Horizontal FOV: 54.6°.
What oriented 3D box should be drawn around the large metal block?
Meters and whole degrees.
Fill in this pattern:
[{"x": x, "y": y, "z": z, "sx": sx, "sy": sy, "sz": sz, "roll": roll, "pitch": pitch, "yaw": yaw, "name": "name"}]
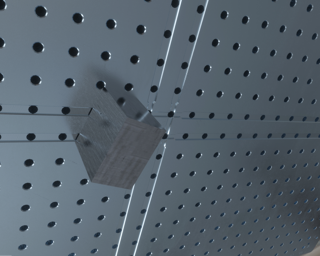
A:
[{"x": -0.049, "y": 0.010, "z": 0.355, "sx": 0.050, "sy": 0.080, "sz": 0.080, "roll": 20, "pitch": 108, "yaw": -36, "name": "large metal block"}]
